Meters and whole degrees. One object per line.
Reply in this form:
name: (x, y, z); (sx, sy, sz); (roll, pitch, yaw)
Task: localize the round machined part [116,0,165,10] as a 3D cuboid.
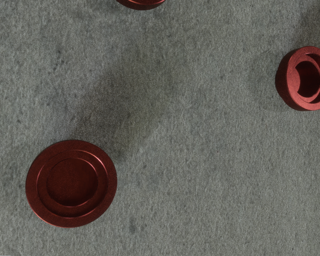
round machined part: (-0.029, -0.197, 0.390); (0.099, 0.042, 0.097); (0, 90, -21)

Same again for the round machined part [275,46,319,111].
round machined part: (0.221, -0.075, 0.484); (0.099, 0.042, 0.097); (0, 90, -21)

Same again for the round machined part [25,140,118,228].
round machined part: (-0.103, 0.062, 0.363); (0.099, 0.042, 0.097); (0, 90, -21)
